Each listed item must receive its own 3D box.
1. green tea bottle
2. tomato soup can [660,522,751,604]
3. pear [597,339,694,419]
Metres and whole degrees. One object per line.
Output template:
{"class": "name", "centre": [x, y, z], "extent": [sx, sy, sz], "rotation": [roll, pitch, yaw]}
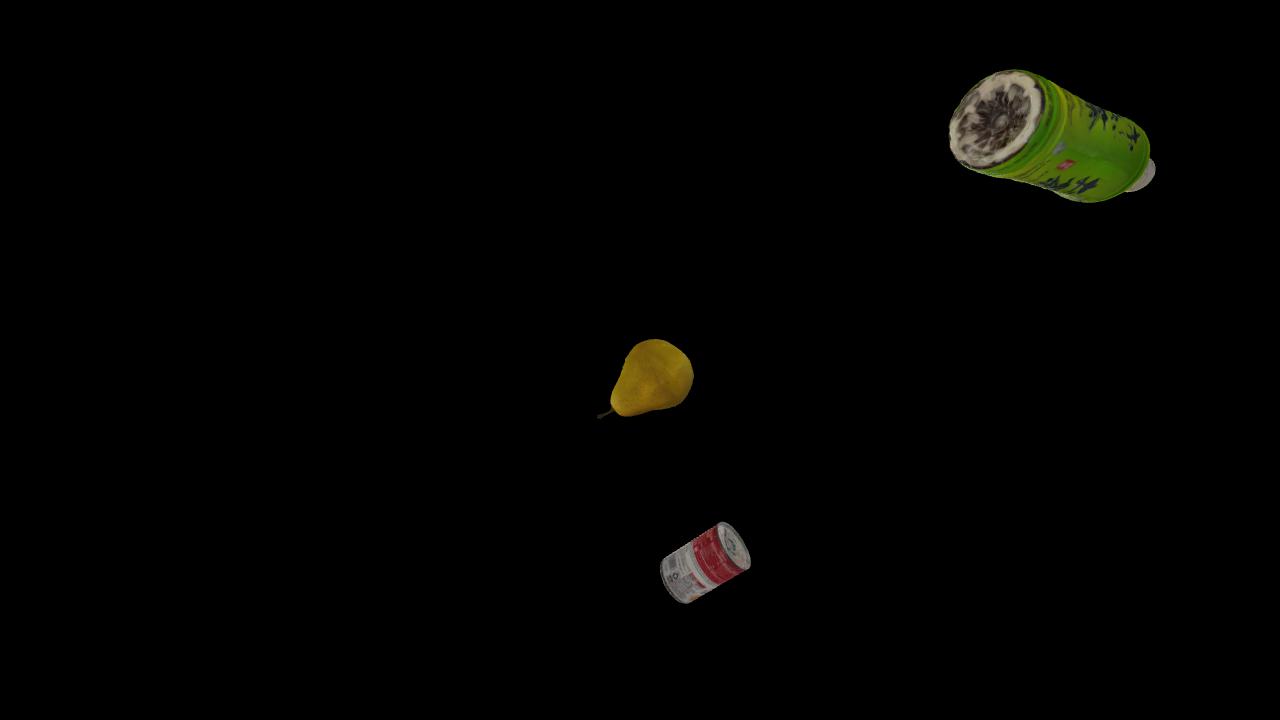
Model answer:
{"class": "green tea bottle", "centre": [0.332, -0.163, 0.475], "extent": [0.212, 0.073, 0.073], "rotation": [0, 0, -30]}
{"class": "tomato soup can", "centre": [0.084, 0.267, 0.805], "extent": [0.101, 0.068, 0.068], "rotation": [-39, -15, 20]}
{"class": "pear", "centre": [0.004, 0.031, 0.662], "extent": [0.111, 0.080, 0.080], "rotation": [-46, 18, -18]}
